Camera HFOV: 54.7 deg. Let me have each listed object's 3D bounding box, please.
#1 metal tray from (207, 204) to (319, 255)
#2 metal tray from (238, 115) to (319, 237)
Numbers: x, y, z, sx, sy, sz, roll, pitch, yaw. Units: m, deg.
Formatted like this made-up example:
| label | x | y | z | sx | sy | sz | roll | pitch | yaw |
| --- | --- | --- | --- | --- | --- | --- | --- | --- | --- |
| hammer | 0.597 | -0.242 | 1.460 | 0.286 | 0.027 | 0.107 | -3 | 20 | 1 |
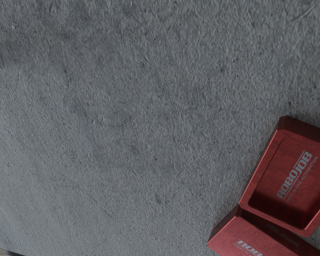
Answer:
| label | x | y | z | sx | sy | sz | roll | pitch | yaw |
| --- | --- | --- | --- | --- | --- | --- | --- | --- | --- |
| metal tray | 0.144 | 0.171 | 0.433 | 0.130 | 0.030 | 0.089 | 33 | 129 | 6 |
| metal tray | 0.157 | 0.059 | 0.357 | 0.090 | 0.030 | 0.129 | 23 | 127 | 14 |
